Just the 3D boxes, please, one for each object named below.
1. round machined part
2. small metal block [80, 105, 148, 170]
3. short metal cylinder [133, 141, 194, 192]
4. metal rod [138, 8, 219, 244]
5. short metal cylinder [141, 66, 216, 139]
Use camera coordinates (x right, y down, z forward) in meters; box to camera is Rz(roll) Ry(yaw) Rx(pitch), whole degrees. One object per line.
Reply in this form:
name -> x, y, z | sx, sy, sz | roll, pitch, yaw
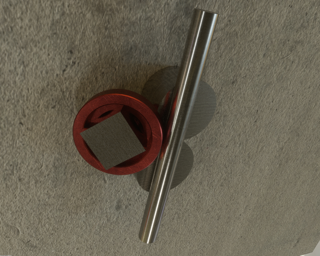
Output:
round machined part -> -0.046, 0.002, 0.357 | 0.099, 0.042, 0.097 | 1, 112, 2
small metal block -> -0.049, 0.010, 0.335 | 0.050, 0.025, 0.050 | -27, 108, 13
short metal cylinder -> -0.002, 0.039, 0.415 | 0.081, 0.050, 0.079 | -14, 123, -21
metal rod -> 0.014, 0.018, 0.363 | 0.025, 0.025, 0.298 | -1, 119, -28
short metal cylinder -> 0.022, -0.031, 0.385 | 0.081, 0.050, 0.079 | -14, 124, -21
